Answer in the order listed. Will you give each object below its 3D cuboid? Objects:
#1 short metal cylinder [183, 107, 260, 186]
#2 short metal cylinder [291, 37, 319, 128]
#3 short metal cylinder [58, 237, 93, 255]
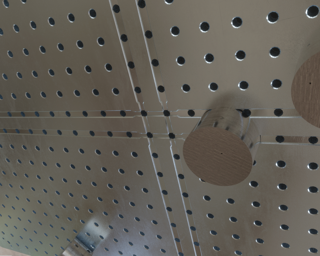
[{"bbox_3d":[0.074,0.022,0.370,0.080,0.050,0.079,13,124,21],"label":"short metal cylinder"},{"bbox_3d":[0.165,-0.043,0.281,0.080,0.050,0.079,13,124,21],"label":"short metal cylinder"},{"bbox_3d":[-0.186,0.277,0.645,0.050,0.080,0.080,42,129,-1],"label":"short metal cylinder"}]
